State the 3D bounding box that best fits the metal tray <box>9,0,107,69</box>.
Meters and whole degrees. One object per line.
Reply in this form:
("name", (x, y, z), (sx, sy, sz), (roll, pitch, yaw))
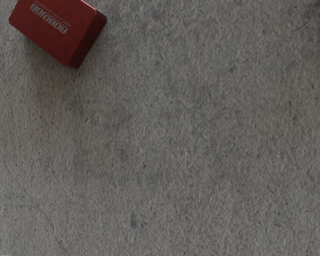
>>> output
("metal tray", (-0.153, -0.160, 0.459), (0.130, 0.030, 0.090), (37, 102, 15))
